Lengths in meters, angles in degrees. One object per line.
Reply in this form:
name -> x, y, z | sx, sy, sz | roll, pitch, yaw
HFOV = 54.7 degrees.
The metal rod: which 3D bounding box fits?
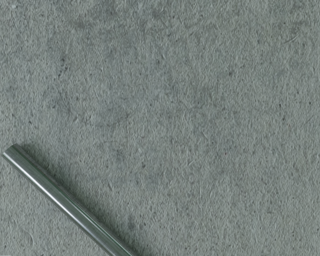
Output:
metal rod -> -0.087, 0.131, 0.408 | 0.300, 0.025, 0.025 | 43, 90, -1
